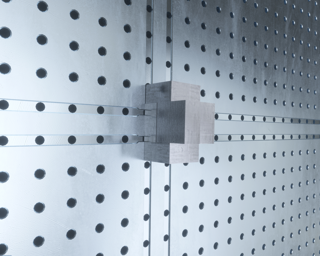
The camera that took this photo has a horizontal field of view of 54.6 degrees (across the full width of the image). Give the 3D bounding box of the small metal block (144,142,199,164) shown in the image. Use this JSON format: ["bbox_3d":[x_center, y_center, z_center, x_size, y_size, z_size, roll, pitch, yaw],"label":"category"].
[{"bbox_3d":[0.015,0.031,0.404,0.050,0.050,0.025,2,89,-40],"label":"small metal block"}]

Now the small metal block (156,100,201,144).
[{"bbox_3d":[0.022,-0.007,0.377,0.025,0.050,0.050,2,89,-40],"label":"small metal block"}]

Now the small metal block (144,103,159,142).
[{"bbox_3d":[0.007,-0.006,0.414,0.050,0.025,0.050,2,89,-38],"label":"small metal block"}]

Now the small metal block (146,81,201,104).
[{"bbox_3d":[0.017,-0.044,0.405,0.050,0.050,0.025,2,89,-40],"label":"small metal block"}]

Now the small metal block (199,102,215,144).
[{"bbox_3d":[0.042,-0.006,0.394,0.025,0.050,0.050,2,89,-39],"label":"small metal block"}]
